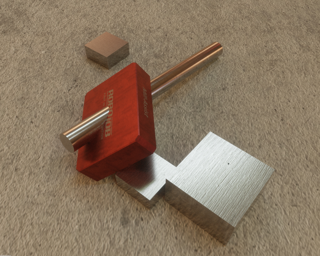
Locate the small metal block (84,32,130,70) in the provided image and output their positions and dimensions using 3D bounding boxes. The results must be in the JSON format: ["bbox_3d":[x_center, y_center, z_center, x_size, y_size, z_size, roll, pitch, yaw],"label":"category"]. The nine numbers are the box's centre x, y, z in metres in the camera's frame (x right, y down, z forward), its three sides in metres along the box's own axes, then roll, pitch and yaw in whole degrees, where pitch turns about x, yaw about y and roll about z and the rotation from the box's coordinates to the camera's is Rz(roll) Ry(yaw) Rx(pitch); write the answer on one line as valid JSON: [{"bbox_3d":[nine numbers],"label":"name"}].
[{"bbox_3d":[-0.086,-0.128,0.510,0.050,0.025,0.050,31,56,23],"label":"small metal block"}]

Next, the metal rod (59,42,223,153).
[{"bbox_3d":[-0.004,-0.057,0.427,0.025,0.025,0.302,34,50,25],"label":"metal rod"}]

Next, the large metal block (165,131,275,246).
[{"bbox_3d":[0.062,0.063,0.335,0.080,0.050,0.080,33,57,24],"label":"large metal block"}]

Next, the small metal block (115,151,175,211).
[{"bbox_3d":[-0.014,0.057,0.356,0.050,0.025,0.050,32,56,23],"label":"small metal block"}]

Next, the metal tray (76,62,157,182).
[{"bbox_3d":[-0.053,-0.011,0.375,0.090,0.030,0.130,-28,44,23],"label":"metal tray"}]
